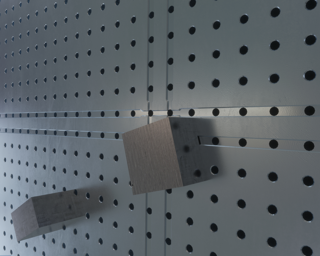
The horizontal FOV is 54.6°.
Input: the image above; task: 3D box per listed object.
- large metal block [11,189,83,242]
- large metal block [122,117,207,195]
[{"bbox_3d":[-0.196,0.151,0.538,0.080,0.081,0.050,-35,68,34],"label":"large metal block"},{"bbox_3d":[0.004,0.036,0.391,0.080,0.050,0.080,-19,78,38],"label":"large metal block"}]
